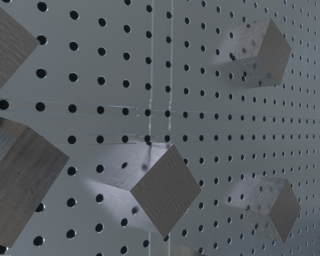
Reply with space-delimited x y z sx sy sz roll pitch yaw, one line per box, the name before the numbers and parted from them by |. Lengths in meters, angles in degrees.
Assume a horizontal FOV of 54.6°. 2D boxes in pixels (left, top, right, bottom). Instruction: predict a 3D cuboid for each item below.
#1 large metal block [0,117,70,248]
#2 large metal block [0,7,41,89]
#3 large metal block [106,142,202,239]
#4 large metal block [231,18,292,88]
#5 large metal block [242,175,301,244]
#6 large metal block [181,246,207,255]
large metal block | -0.136 0.037 0.251 0.080 0.080 0.050 -61 142 -22
large metal block | -0.164 -0.066 0.255 0.080 0.050 0.080 43 64 -31
large metal block | -0.005 0.074 0.388 0.080 0.050 0.080 -45 117 -30
large metal block | 0.179 -0.128 0.541 0.080 0.050 0.080 37 68 -34
large metal block | 0.205 0.146 0.563 0.080 0.050 0.080 -48 119 -29
large metal block | 0.057 0.230 0.440 0.080 0.050 0.080 47 62 -30
